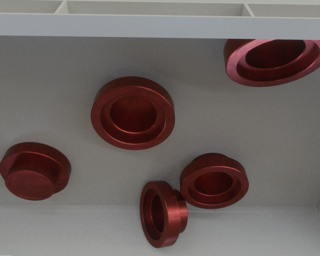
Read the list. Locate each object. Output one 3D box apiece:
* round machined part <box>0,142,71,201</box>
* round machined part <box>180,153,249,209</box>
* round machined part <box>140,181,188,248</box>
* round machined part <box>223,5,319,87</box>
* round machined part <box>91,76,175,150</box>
[{"bbox_3d":[-0.185,0.070,0.456,0.099,0.042,0.097,0,130,0],"label":"round machined part"},{"bbox_3d":[0.078,0.075,0.462,0.099,0.042,0.097,0,130,0],"label":"round machined part"},{"bbox_3d":[0.008,0.130,0.476,0.042,0.098,0.097,0,133,-27],"label":"round machined part"},{"bbox_3d":[0.113,-0.083,0.311,0.099,0.042,0.098,-2,158,-1],"label":"round machined part"},{"bbox_3d":[-0.032,-0.022,0.379,0.099,0.042,0.097,0,130,0],"label":"round machined part"}]
